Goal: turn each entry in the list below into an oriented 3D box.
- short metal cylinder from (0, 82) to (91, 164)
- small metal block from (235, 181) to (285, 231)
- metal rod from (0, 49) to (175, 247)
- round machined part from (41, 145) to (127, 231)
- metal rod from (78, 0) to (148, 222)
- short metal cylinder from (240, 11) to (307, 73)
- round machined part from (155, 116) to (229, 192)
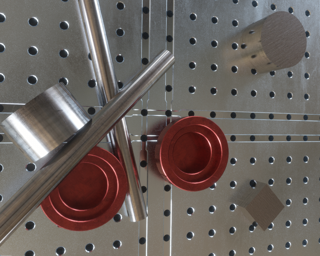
[{"bbox_3d":[-0.123,-0.006,0.338,0.080,0.080,0.050,-40,103,-16],"label":"short metal cylinder"},{"bbox_3d":[0.151,0.117,0.468,0.050,0.025,0.050,-43,104,-15],"label":"small metal block"},{"bbox_3d":[-0.077,0.008,0.343,0.025,0.025,0.301,48,62,-14],"label":"metal rod"},{"bbox_3d":[-0.092,0.068,0.369,0.099,0.042,0.097,0,90,-19],"label":"round machined part"},{"bbox_3d":[-0.060,-0.029,0.390,0.025,0.025,0.298,-14,95,-20],"label":"metal rod"},{"bbox_3d":[0.167,-0.125,0.460,0.081,0.050,0.080,0,90,-20],"label":"short metal cylinder"},{"bbox_3d":[0.039,0.033,0.418,0.099,0.042,0.097,0,90,-20],"label":"round machined part"}]
